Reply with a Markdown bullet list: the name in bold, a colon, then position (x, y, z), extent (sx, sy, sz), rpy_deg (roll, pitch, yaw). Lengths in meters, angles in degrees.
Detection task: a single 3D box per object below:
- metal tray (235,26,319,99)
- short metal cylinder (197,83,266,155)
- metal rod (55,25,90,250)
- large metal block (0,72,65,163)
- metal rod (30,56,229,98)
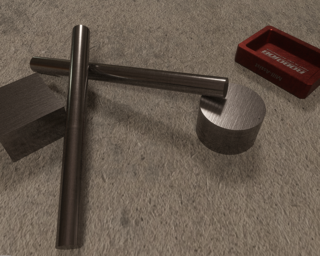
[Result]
- **metal tray**: position (0.199, -0.109, 0.494), extent (0.091, 0.030, 0.130), rpy_deg (-36, 59, -27)
- **short metal cylinder**: position (0.089, -0.012, 0.399), extent (0.081, 0.050, 0.080), rpy_deg (0, 50, 0)
- **metal rod**: position (-0.102, -0.012, 0.378), extent (0.025, 0.025, 0.299), rpy_deg (-4, 60, -4)
- **large metal block**: position (-0.173, -0.016, 0.398), extent (0.081, 0.050, 0.080), rpy_deg (-31, 57, -24)
- **metal rod**: position (-0.057, -0.074, 0.429), extent (0.301, 0.025, 0.025), rpy_deg (11, 50, 22)
